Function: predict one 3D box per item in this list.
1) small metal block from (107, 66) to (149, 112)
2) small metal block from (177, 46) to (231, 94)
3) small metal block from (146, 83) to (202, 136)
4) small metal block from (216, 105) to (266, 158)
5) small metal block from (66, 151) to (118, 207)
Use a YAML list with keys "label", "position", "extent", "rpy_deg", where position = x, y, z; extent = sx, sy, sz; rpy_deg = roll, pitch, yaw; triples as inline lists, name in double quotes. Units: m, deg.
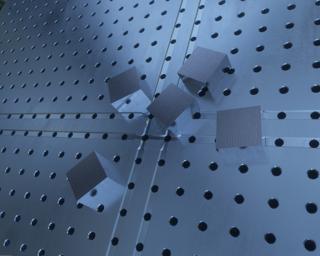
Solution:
- label: "small metal block"
  position: [-0.050, -0.059, 0.472]
  extent: [0.050, 0.025, 0.050]
  rpy_deg: [-24, 53, 13]
- label: "small metal block"
  position: [0.061, -0.081, 0.427]
  extent: [0.050, 0.025, 0.050]
  rpy_deg: [28, 77, 37]
- label: "small metal block"
  position: [0.018, -0.026, 0.415]
  extent: [0.050, 0.025, 0.050]
  rpy_deg: [-46, 51, -4]
- label: "small metal block"
  position: [0.093, 0.005, 0.357]
  extent: [0.050, 0.025, 0.050]
  rpy_deg: [-7, 59, 25]
- label: "small metal block"
  position: [-0.092, 0.068, 0.416]
  extent: [0.050, 0.025, 0.050]
  rpy_deg: [-39, 51, 2]
